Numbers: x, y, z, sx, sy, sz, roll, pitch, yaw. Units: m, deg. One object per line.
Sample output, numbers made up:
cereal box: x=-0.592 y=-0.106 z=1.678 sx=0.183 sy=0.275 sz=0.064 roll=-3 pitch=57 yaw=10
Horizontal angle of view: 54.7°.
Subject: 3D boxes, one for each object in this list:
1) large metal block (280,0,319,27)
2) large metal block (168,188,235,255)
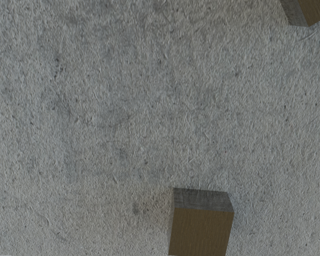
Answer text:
large metal block: x=0.173 y=-0.168 z=0.336 sx=0.080 sy=0.050 sz=0.080 roll=-29 pitch=108 yaw=10
large metal block: x=0.055 y=0.137 z=0.447 sx=0.081 sy=0.050 sz=0.079 roll=5 pitch=110 yaw=-2
